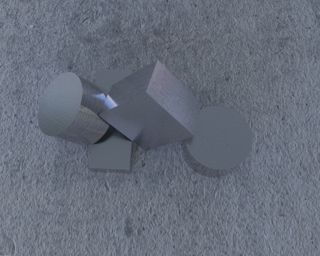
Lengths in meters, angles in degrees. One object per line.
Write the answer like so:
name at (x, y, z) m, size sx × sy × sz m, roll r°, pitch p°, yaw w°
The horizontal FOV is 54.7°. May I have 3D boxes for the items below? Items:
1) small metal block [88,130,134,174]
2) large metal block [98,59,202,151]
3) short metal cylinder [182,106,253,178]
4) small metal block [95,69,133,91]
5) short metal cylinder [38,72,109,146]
small metal block at (-0.061, 0.031, 0.397) m, size 0.050 × 0.025 × 0.050 m, roll 3°, pitch 70°, yaw 0°
large metal block at (-0.011, -0.022, 0.368) m, size 0.080 × 0.080 × 0.050 m, roll 41°, pitch 48°, yaw -30°
short metal cylinder at (0.069, 0.019, 0.390) m, size 0.081 × 0.050 × 0.080 m, roll 0°, pitch 70°, yaw 0°
small metal block at (-0.063, -0.053, 0.428) m, size 0.050 × 0.025 × 0.050 m, roll -1°, pitch 70°, yaw -1°
short metal cylinder at (-0.104, -0.022, 0.384) m, size 0.080 × 0.050 × 0.080 m, roll -13°, pitch 67°, yaw 33°
